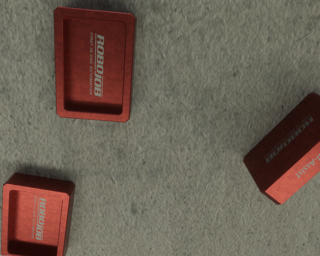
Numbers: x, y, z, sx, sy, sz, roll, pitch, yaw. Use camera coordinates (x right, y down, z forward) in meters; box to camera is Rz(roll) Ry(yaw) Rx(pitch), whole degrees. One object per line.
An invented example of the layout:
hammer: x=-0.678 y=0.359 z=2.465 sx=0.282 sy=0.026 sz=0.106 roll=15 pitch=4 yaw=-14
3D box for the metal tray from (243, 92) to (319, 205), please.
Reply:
metal tray: x=0.170 y=0.022 z=0.385 sx=0.030 sy=0.090 sz=0.130 roll=38 pitch=105 yaw=-13

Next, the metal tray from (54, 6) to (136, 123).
metal tray: x=-0.078 y=-0.075 z=0.378 sx=0.091 sy=0.030 sz=0.129 roll=5 pitch=110 yaw=-2

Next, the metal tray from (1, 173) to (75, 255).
metal tray: x=-0.179 y=0.135 z=0.454 sx=0.091 sy=0.030 sz=0.129 roll=10 pitch=110 yaw=-5
